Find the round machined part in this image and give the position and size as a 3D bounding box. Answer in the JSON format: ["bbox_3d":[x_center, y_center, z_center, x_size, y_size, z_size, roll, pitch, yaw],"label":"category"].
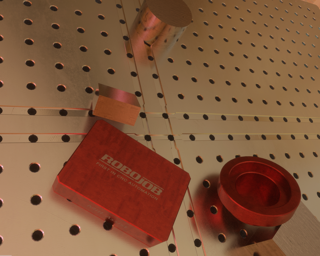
[{"bbox_3d":[0.122,0.084,0.394,0.099,0.042,0.098,4,38,-2],"label":"round machined part"}]

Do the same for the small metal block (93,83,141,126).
[{"bbox_3d":[-0.055,-0.030,0.381,0.050,0.025,0.050,16,19,-19],"label":"small metal block"}]

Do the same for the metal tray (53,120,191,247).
[{"bbox_3d":[-0.038,0.060,0.348,0.130,0.030,0.090,33,51,-7],"label":"metal tray"}]

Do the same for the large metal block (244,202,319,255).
[{"bbox_3d":[0.169,0.151,0.391,0.081,0.050,0.080,-34,81,-38],"label":"large metal block"}]

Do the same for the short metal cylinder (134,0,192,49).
[{"bbox_3d":[0.005,-0.176,0.502,0.081,0.050,0.080,14,56,-21],"label":"short metal cylinder"}]
